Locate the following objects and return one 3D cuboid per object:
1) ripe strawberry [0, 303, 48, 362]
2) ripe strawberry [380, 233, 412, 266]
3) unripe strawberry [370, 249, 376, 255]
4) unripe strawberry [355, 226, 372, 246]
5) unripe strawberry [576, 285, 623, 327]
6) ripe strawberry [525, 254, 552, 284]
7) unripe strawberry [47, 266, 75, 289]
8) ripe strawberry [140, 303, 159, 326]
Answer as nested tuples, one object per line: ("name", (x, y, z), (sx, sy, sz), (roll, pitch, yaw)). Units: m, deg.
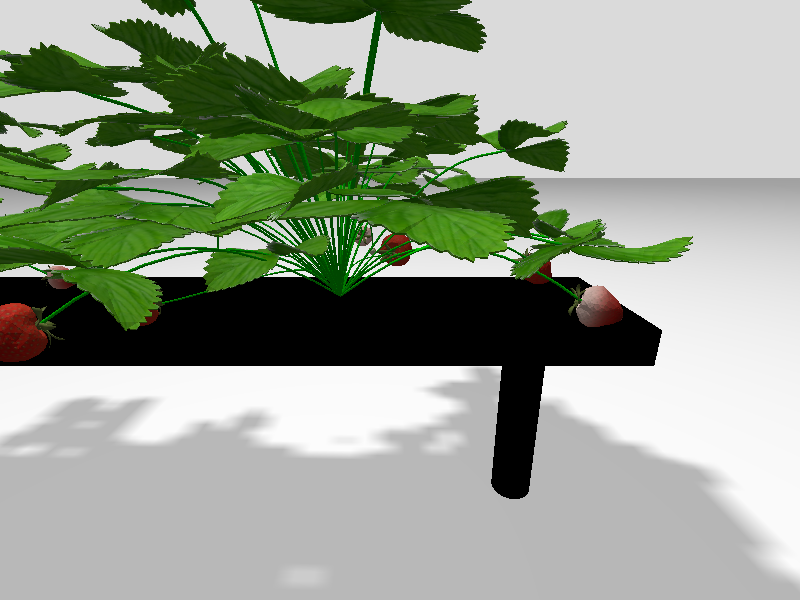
("ripe strawberry", (-0.236, 0.021, 0.241), (0.034, 0.035, 0.031), (-23, 28, -29))
("ripe strawberry", (-0.003, -0.062, 0.484), (0.038, 0.040, 0.041), (7, 20, 21))
("unripe strawberry", (-0.035, -0.063, 0.518), (0.009, 0.010, 0.010), (2, 19, 7))
("unripe strawberry", (-0.053, -0.094, 0.587), (0.026, 0.030, 0.028), (0, 7, 0))
("unripe strawberry", (0.148, 0.006, 0.295), (0.032, 0.031, 0.030), (19, 23, 14))
("ripe strawberry", (0.137, -0.031, 0.401), (0.035, 0.030, 0.035), (37, 8, -21))
("unripe strawberry", (-0.323, -0.021, 0.383), (0.022, 0.023, 0.020), (9, 17, -9))
("ripe strawberry", (-0.196, 0.005, 0.297), (0.028, 0.030, 0.026), (-10, 21, -25))
